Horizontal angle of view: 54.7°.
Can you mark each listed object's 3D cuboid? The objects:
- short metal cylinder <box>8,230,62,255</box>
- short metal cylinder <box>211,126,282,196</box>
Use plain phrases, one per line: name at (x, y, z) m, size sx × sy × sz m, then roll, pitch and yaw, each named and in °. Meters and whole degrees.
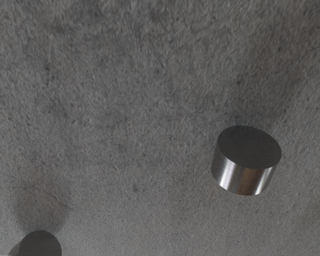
short metal cylinder at (-0.231, 0.238, 0.570) m, size 0.080 × 0.080 × 0.050 m, roll 33°, pitch 122°, yaw -25°
short metal cylinder at (0.112, 0.041, 0.408) m, size 0.081 × 0.080 × 0.050 m, roll 3°, pitch 130°, yaw -3°
